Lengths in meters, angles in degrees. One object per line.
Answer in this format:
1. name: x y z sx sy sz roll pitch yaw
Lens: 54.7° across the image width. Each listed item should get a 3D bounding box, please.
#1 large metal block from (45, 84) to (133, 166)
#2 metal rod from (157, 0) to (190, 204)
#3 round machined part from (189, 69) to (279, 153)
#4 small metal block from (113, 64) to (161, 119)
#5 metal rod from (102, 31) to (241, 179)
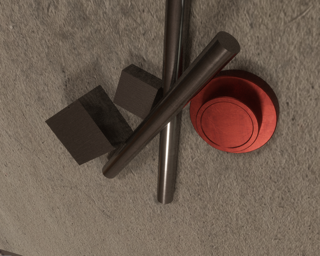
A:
1. large metal block: -0.100 -0.003 0.440 0.080 0.050 0.080 -25 105 36
2. metal rod: 0.013 -0.020 0.386 0.025 0.025 0.298 15 125 19
3. round machined part: 0.079 -0.012 0.346 0.098 0.042 0.097 13 124 20
4. small metal block: -0.026 -0.045 0.392 0.050 0.025 0.050 30 128 9
5. metal rod: -0.010 -0.003 0.379 0.025 0.025 0.298 42 138 -2
